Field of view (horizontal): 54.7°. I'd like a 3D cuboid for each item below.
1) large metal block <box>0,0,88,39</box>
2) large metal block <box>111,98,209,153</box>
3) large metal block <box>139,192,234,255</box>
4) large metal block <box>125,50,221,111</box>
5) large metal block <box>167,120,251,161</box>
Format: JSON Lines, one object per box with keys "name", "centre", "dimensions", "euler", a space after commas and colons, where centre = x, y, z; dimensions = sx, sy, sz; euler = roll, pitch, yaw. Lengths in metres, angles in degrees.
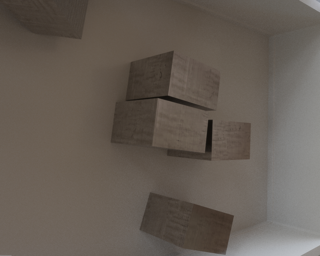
{"name": "large metal block", "centre": [-0.100, -0.137, 0.279], "dimensions": [0.050, 0.080, 0.080], "euler": [8, 84, 3]}
{"name": "large metal block", "centre": [-0.001, -0.001, 0.372], "dimensions": [0.081, 0.080, 0.050], "euler": [11, 83, -40]}
{"name": "large metal block", "centre": [0.035, 0.123, 0.403], "dimensions": [0.080, 0.080, 0.050], "euler": [26, 74, -38]}
{"name": "large metal block", "centre": [0.016, -0.053, 0.386], "dimensions": [0.081, 0.080, 0.050], "euler": [12, 82, -40]}
{"name": "large metal block", "centre": [0.068, 0.016, 0.430], "dimensions": [0.081, 0.080, 0.050], "euler": [3, 88, -40]}
